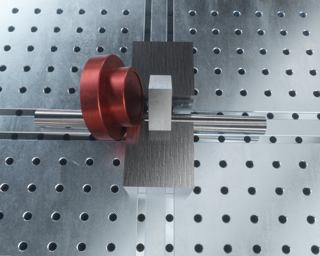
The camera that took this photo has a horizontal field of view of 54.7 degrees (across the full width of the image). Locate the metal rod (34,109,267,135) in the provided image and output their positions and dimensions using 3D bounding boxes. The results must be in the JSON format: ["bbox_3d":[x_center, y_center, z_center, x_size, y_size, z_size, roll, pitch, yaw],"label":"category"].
[{"bbox_3d":[-0.012,-0.008,0.414,0.302,0.025,0.025,2,70,0],"label":"metal rod"}]

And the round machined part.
[{"bbox_3d":[-0.048,-0.035,0.355,0.042,0.098,0.098,-1,69,15],"label":"round machined part"}]

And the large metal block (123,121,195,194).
[{"bbox_3d":[0.000,0.037,0.385,0.081,0.050,0.080,1,70,0],"label":"large metal block"}]

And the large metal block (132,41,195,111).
[{"bbox_3d":[0.004,-0.070,0.424,0.081,0.050,0.080,1,70,0],"label":"large metal block"}]

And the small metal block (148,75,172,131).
[{"bbox_3d":[0.000,-0.031,0.363,0.025,0.050,0.050,1,26,0],"label":"small metal block"}]
